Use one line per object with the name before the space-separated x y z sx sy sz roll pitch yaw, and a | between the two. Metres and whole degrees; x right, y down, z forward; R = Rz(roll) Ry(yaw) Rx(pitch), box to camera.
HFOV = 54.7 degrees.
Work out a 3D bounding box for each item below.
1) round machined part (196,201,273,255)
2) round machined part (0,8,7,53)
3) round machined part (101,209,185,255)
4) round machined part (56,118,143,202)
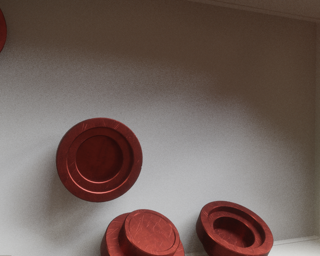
round machined part | 0.095 0.146 0.413 0.099 0.098 0.042 5 116 -20
round machined part | -0.207 -0.106 0.311 0.099 0.042 0.097 -1 92 -37
round machined part | -0.016 0.134 0.363 0.099 0.098 0.042 14 117 -20
round machined part | -0.074 0.037 0.374 0.099 0.042 0.097 0 90 -20
